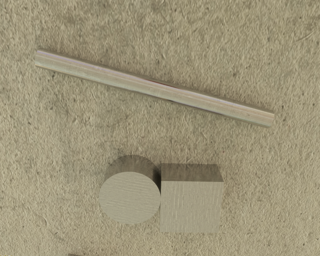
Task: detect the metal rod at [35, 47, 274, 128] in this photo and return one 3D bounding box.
[{"bbox_3d":[-0.001,-0.049,0.391,0.302,0.025,0.025,14,109,-6],"label":"metal rod"}]

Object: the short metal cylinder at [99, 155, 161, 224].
[{"bbox_3d":[-0.039,0.084,0.427,0.081,0.050,0.079,0,110,0],"label":"short metal cylinder"}]

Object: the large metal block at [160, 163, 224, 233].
[{"bbox_3d":[0.041,0.097,0.433,0.081,0.050,0.079,1,110,-1],"label":"large metal block"}]

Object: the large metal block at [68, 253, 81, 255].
[{"bbox_3d":[-0.117,0.254,0.489,0.081,0.050,0.079,13,110,-6],"label":"large metal block"}]
